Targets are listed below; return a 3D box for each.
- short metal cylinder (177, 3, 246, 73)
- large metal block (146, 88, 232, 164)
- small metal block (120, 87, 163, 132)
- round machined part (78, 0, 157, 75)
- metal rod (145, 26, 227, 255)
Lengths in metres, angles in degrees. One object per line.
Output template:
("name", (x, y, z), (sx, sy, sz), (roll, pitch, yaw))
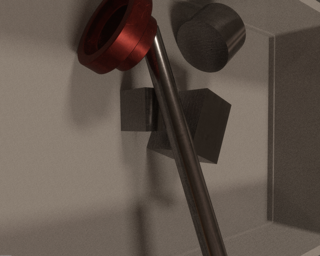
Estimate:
("short metal cylinder", (0.071, -0.125, 0.433), (0.050, 0.080, 0.080), (-48, 119, -29))
("large metal block", (0.037, -0.002, 0.404), (0.050, 0.080, 0.080), (27, 73, -37))
("small metal block", (-0.023, -0.021, 0.373), (0.025, 0.050, 0.050), (-2, 92, -41))
("round machined part", (-0.041, -0.099, 0.326), (0.042, 0.098, 0.098), (29, 72, -37))
("metal rod", (0.028, 0.030, 0.338), (0.025, 0.025, 0.299), (-11, 82, -40))
